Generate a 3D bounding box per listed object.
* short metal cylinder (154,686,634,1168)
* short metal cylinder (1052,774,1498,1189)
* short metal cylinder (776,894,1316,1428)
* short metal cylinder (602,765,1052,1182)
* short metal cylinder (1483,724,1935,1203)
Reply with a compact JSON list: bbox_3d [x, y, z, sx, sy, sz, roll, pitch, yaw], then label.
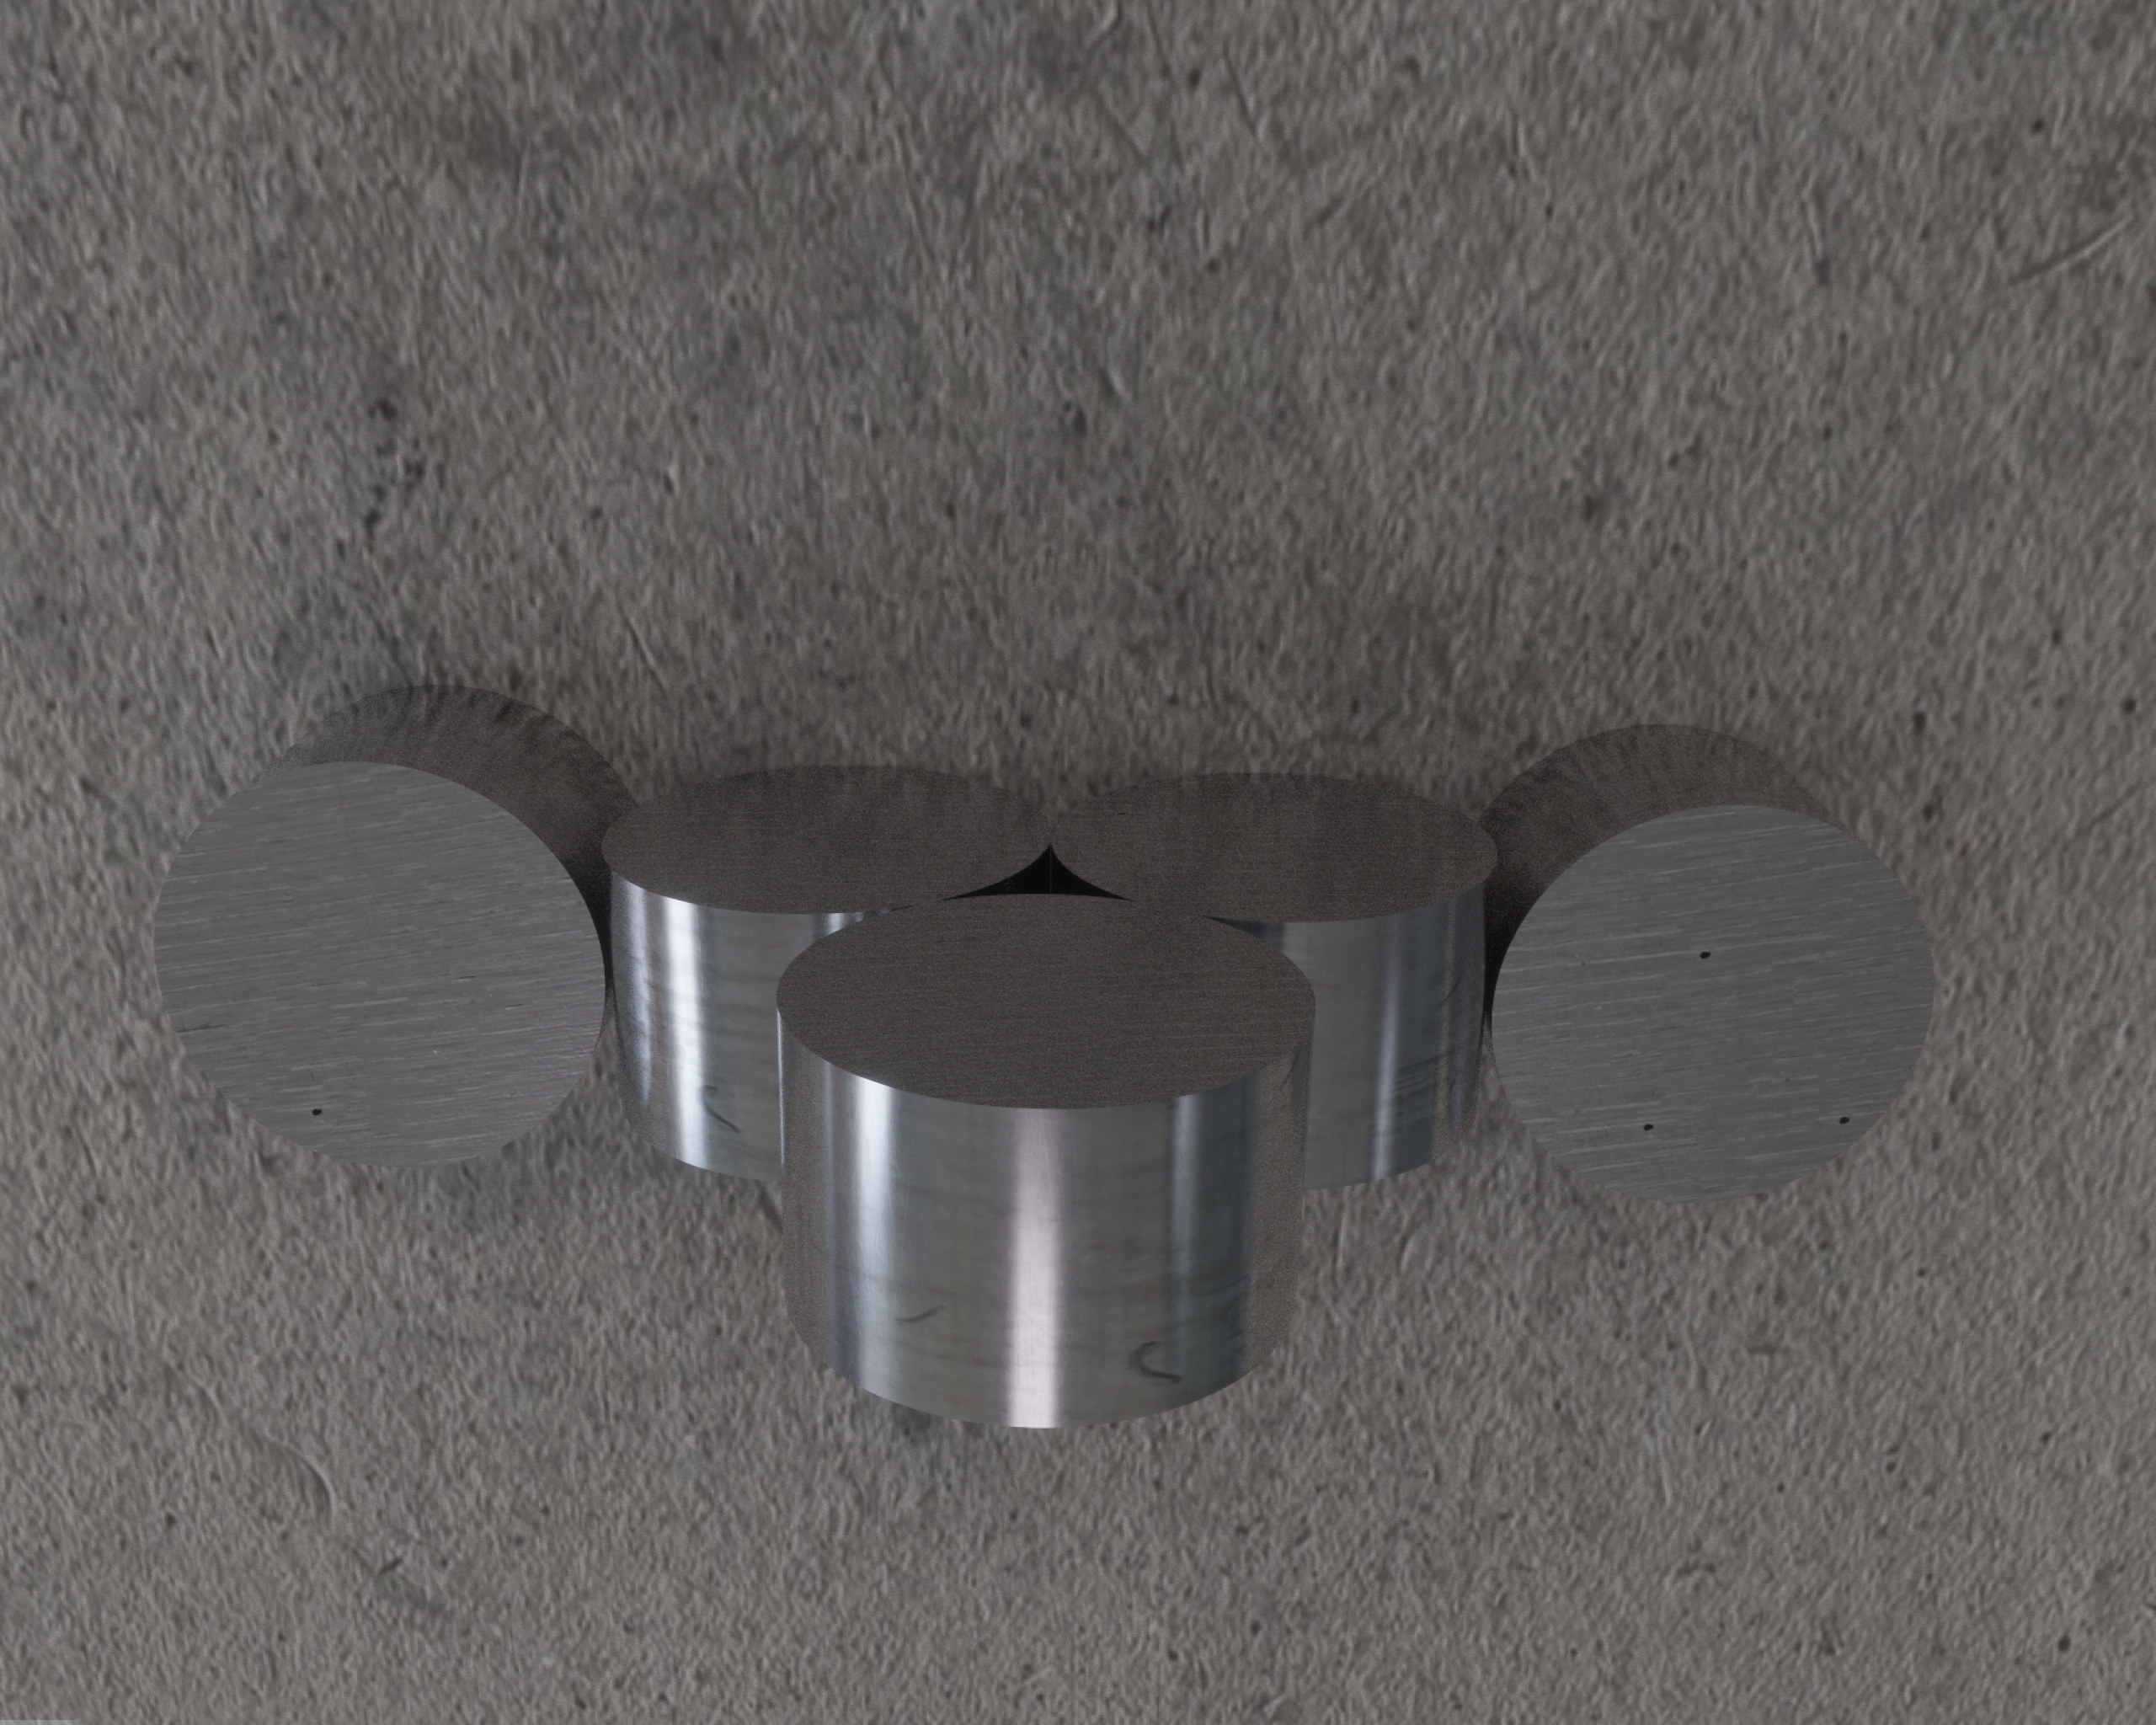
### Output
[{"bbox_3d":[-0.126,0.011,0.399,0.081,0.050,0.079,0,110,0],"label":"short metal cylinder"},{"bbox_3d":[0.035,0.019,0.388,0.081,0.080,0.050,0,110,0],"label":"short metal cylinder"},{"bbox_3d":[-0.005,0.042,0.322,0.081,0.080,0.050,1,110,-1],"label":"short metal cylinder"},{"bbox_3d":[-0.045,0.018,0.386,0.081,0.080,0.050,0,110,0],"label":"short metal cylinder"},{"bbox_3d":[0.116,0.018,0.404,0.081,0.050,0.079,0,110,0],"label":"short metal cylinder"}]
